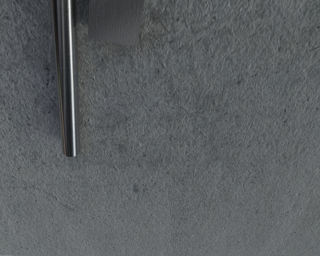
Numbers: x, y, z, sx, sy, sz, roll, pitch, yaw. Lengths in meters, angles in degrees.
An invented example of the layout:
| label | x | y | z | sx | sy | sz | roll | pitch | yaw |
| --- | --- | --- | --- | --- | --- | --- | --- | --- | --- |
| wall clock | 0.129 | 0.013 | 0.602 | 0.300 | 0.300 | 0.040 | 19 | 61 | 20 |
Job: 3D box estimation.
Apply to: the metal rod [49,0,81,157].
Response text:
| label | x | y | z | sx | sy | sz | roll | pitch | yaw |
| --- | --- | --- | --- | --- | --- | --- | --- | --- | --- |
| metal rod | -0.102 | -0.081 | 0.336 | 0.025 | 0.025 | 0.298 | 6 | 130 | -6 |

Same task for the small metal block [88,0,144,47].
| label | x | y | z | sx | sy | sz | roll | pitch | yaw |
| --- | --- | --- | --- | --- | --- | --- | --- | --- | --- |
| small metal block | -0.044 | -0.114 | 0.309 | 0.050 | 0.025 | 0.050 | 8 | 130 | -8 |
